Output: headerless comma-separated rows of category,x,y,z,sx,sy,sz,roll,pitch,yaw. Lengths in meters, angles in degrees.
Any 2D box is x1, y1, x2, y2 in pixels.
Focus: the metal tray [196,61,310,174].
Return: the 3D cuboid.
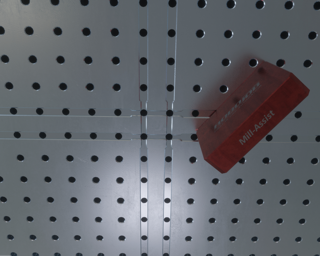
metal tray,0.103,-0.016,0.373,0.030,0.090,0.130,39,105,-13
